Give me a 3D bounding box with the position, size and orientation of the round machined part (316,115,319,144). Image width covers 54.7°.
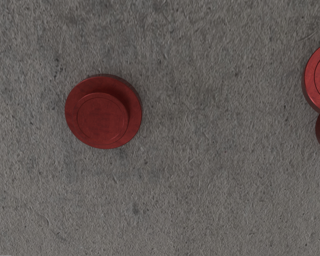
[{"bbox_3d":[0.262,0.001,0.403,0.099,0.042,0.097,0,110,0],"label":"round machined part"}]

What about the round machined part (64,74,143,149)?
[{"bbox_3d":[-0.072,-0.017,0.394,0.099,0.042,0.097,0,110,0],"label":"round machined part"}]

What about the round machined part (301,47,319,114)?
[{"bbox_3d":[0.221,-0.055,0.367,0.098,0.042,0.097,-2,82,15],"label":"round machined part"}]
